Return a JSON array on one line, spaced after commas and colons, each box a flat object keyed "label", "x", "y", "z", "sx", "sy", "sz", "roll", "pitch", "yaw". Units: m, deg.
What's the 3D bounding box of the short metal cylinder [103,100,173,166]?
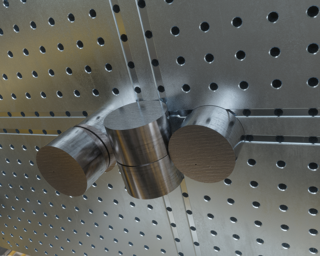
[{"label": "short metal cylinder", "x": -0.025, "y": 0.004, "z": 0.392, "sx": 0.080, "sy": 0.080, "sz": 0.050, "roll": 1, "pitch": 120, "yaw": 28}]

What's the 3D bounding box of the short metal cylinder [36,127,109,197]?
[{"label": "short metal cylinder", "x": -0.117, "y": 0.045, "z": 0.418, "sx": 0.080, "sy": 0.050, "sz": 0.079, "roll": 13, "pitch": 124, "yaw": 21}]

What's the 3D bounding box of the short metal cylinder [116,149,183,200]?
[{"label": "short metal cylinder", "x": -0.013, "y": 0.049, "z": 0.413, "sx": 0.080, "sy": 0.080, "sz": 0.050, "roll": -1, "pitch": 118, "yaw": 29}]

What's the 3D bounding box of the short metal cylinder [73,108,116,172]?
[{"label": "short metal cylinder", "x": -0.085, "y": 0.018, "z": 0.451, "sx": 0.080, "sy": 0.050, "sz": 0.079, "roll": 13, "pitch": 124, "yaw": 20}]

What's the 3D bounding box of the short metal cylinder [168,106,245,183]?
[{"label": "short metal cylinder", "x": 0.057, "y": 0.019, "z": 0.376, "sx": 0.080, "sy": 0.050, "sz": 0.079, "roll": 13, "pitch": 124, "yaw": 20}]
